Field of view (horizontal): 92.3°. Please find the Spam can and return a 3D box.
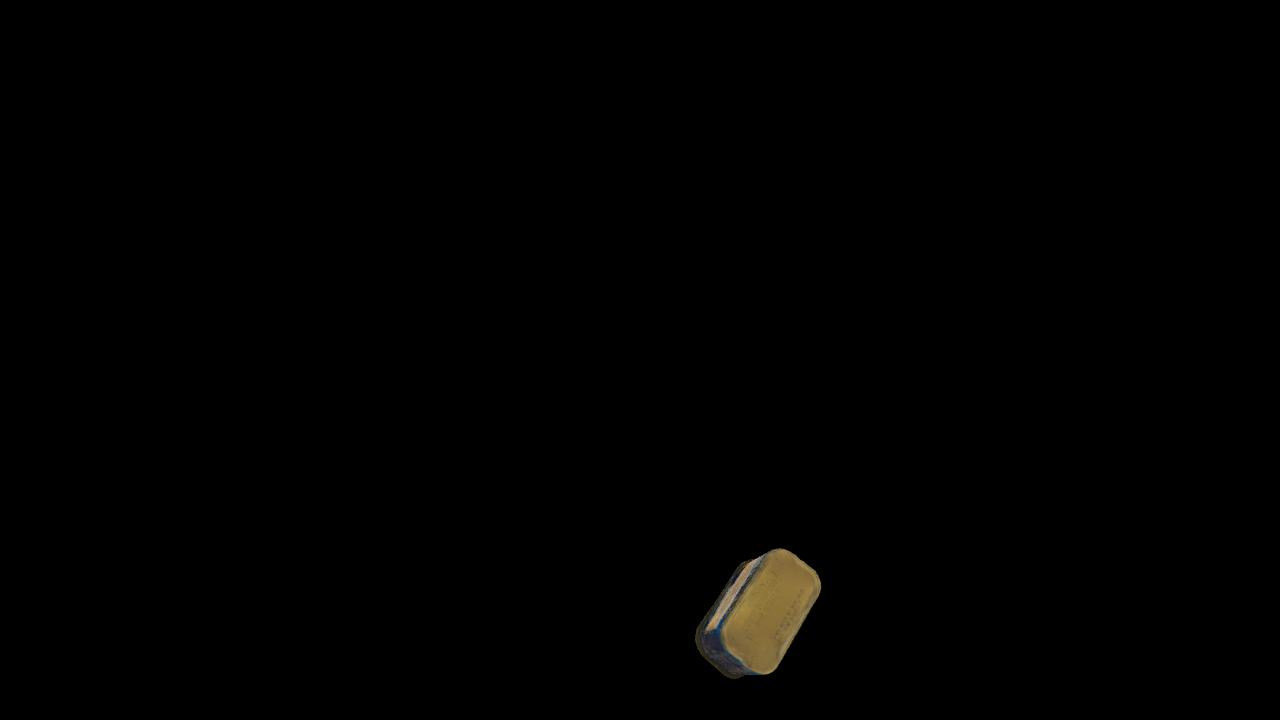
[{"bbox_3d":[0.100,0.215,0.524,0.058,0.101,0.085,36,-27,11],"label":"Spam can"}]
